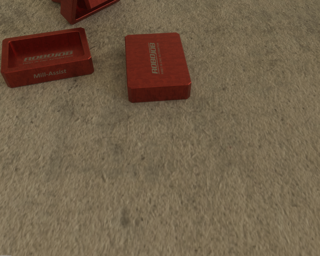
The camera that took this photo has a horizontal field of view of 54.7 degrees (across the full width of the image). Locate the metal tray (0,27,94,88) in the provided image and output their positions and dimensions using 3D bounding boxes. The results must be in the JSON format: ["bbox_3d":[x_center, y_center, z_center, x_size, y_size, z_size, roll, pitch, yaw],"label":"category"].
[{"bbox_3d":[-0.178,-0.115,0.493,0.131,0.030,0.090,-12,51,-11],"label":"metal tray"}]

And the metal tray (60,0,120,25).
[{"bbox_3d":[-0.119,-0.254,0.569,0.030,0.090,0.131,47,61,4],"label":"metal tray"}]

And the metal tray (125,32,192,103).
[{"bbox_3d":[-0.007,-0.098,0.482,0.091,0.030,0.130,-4,50,-4],"label":"metal tray"}]

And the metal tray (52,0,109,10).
[{"bbox_3d":[-0.149,-0.273,0.608,0.130,0.030,0.090,26,54,35],"label":"metal tray"}]
